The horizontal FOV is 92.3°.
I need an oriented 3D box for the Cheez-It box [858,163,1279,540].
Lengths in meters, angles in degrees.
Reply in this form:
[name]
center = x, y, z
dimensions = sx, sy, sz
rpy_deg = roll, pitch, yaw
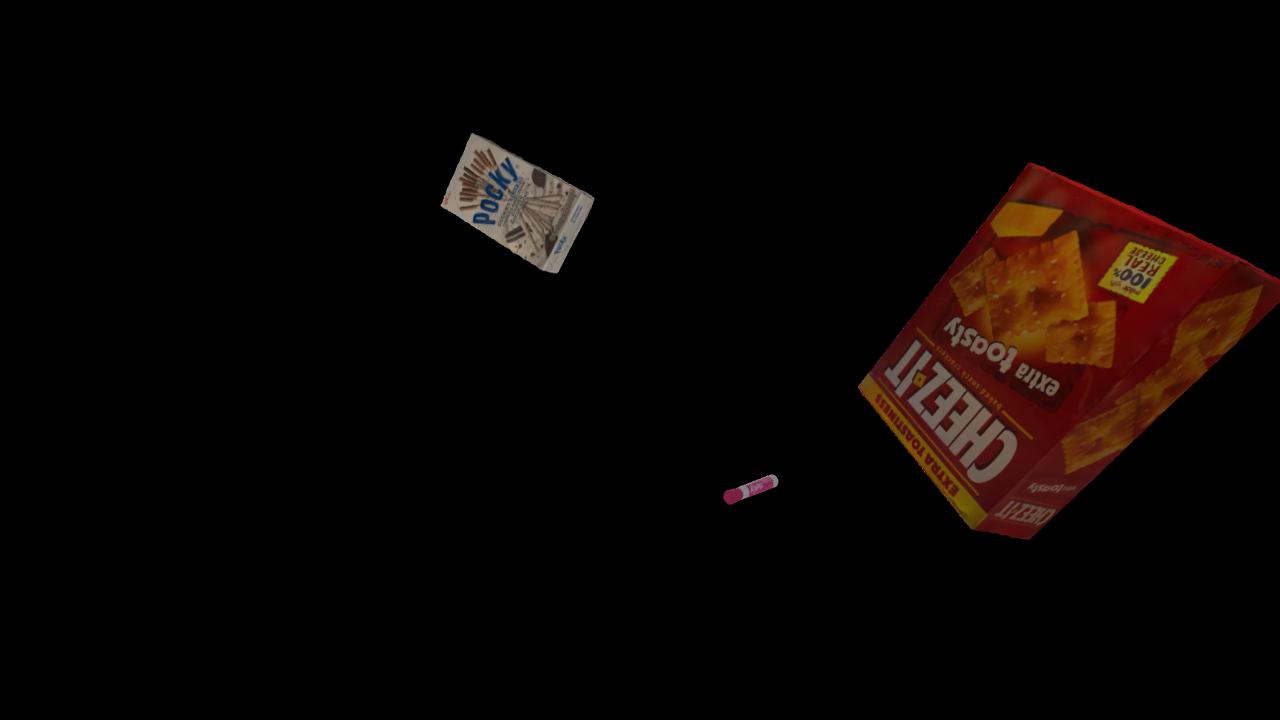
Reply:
[Cheez-It box]
center = 0.282, -0.007, 0.449
dimensions = 0.071, 0.223, 0.166
rpy_deg = 14, 31, -22

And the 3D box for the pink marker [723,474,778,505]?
[pink marker]
center = 0.151, 0.175, 0.836
dimensions = 0.020, 0.020, 0.121
rpy_deg = 0, 2, 41

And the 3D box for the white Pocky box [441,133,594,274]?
[white Pocky box]
center = -0.124, -0.155, 0.605
dimensions = 0.154, 0.084, 0.028
rpy_deg = 33, 12, 23
